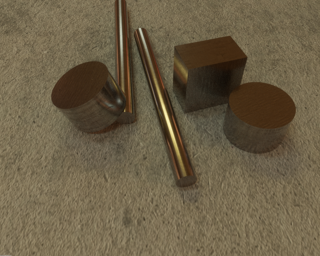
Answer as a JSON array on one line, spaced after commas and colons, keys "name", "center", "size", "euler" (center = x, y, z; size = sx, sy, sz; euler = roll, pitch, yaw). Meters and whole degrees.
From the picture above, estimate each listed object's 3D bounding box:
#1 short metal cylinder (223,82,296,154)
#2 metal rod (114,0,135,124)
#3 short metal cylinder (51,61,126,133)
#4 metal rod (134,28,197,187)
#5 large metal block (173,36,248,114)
[{"name": "short metal cylinder", "center": [0.125, -0.014, 0.399], "size": [0.081, 0.050, 0.080], "euler": [0, 50, 0]}, {"name": "metal rod", "center": [-0.061, -0.127, 0.509], "size": [0.025, 0.025, 0.300], "euler": [-4, 50, -4]}, {"name": "short metal cylinder", "center": [-0.092, -0.041, 0.404], "size": [0.080, 0.050, 0.080], "euler": [-13, 50, 16]}, {"name": "metal rod", "center": [-0.002, -0.051, 0.445], "size": [0.025, 0.025, 0.300], "euler": [-9, 51, -8]}, {"name": "large metal block", "center": [0.065, -0.073, 0.429], "size": [0.081, 0.080, 0.050], "euler": [-14, 52, -11]}]
